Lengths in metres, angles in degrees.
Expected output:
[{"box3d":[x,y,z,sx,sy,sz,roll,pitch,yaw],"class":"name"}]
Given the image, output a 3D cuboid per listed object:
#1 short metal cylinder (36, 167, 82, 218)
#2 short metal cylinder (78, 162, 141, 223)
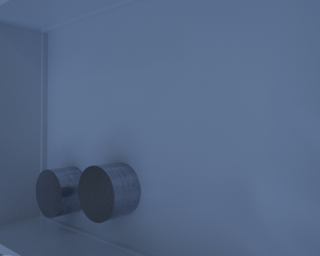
[{"box3d":[-0.168,0.108,0.530,0.080,0.050,0.080,0,90,40],"class":"short metal cylinder"},{"box3d":[-0.074,0.092,0.452,0.080,0.050,0.080,0,90,40],"class":"short metal cylinder"}]
